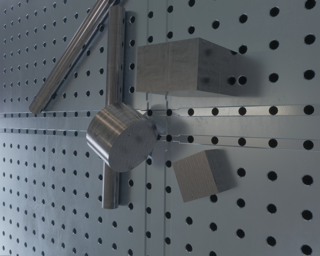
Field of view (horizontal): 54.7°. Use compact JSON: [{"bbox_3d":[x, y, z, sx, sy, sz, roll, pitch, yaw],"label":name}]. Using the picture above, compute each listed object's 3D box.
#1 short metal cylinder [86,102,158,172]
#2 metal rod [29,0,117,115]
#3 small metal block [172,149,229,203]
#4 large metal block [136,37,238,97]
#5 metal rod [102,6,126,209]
[{"bbox_3d":[-0.050,0.012,0.415,0.050,0.081,0.079,37,113,33],"label":"short metal cylinder"},{"bbox_3d":[-0.155,-0.126,0.537,0.299,0.025,0.025,-44,64,31],"label":"metal rod"},{"bbox_3d":[0.048,0.057,0.370,0.050,0.025,0.050,-27,73,37],"label":"small metal block"},{"bbox_3d":[0.031,-0.063,0.348,0.080,0.081,0.050,4,93,40],"label":"large metal block"},{"bbox_3d":[-0.070,-0.029,0.466,0.025,0.025,0.298,4,93,40],"label":"metal rod"}]
